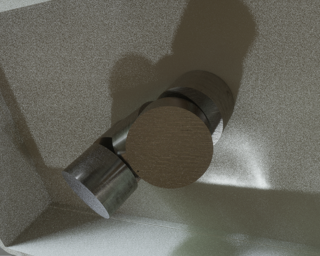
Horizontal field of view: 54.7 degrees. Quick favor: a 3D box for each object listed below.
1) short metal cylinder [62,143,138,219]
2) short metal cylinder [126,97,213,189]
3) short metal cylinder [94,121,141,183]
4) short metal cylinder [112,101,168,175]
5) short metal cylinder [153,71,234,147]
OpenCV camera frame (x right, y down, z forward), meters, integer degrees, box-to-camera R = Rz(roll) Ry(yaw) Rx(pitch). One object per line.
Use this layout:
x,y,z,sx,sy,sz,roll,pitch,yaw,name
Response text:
-0.075,0.066,0.385,0.080,0.050,0.080,32,150,22,short metal cylinder
0.011,0.013,0.307,0.080,0.050,0.079,1,105,5,short metal cylinder
-0.049,0.035,0.436,0.080,0.050,0.079,13,124,20,short metal cylinder
-0.011,0.014,0.384,0.050,0.080,0.080,-33,100,38,short metal cylinder
0.039,-0.020,0.357,0.080,0.050,0.079,13,124,20,short metal cylinder
